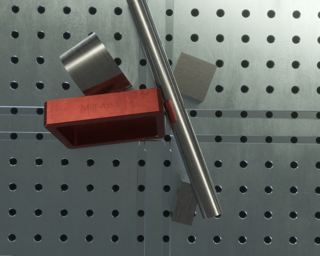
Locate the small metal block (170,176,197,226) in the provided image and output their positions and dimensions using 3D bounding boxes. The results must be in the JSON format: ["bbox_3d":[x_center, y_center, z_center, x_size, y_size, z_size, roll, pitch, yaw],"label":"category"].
[{"bbox_3d":[0.032,0.092,0.401,0.025,0.050,0.050,15,90,0],"label":"small metal block"}]

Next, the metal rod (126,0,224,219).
[{"bbox_3d":[0.014,-0.038,0.385,0.025,0.025,0.299,-19,79,0],"label":"metal rod"}]

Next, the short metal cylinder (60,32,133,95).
[{"bbox_3d":[-0.078,-0.070,0.385,0.050,0.080,0.080,-35,90,0],"label":"short metal cylinder"}]

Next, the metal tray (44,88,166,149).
[{"bbox_3d":[-0.061,-0.008,0.377,0.131,0.090,0.030,-7,69,-1],"label":"metal tray"}]

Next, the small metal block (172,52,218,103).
[{"bbox_3d":[0.042,-0.067,0.414,0.050,0.025,0.050,21,90,-1],"label":"small metal block"}]
